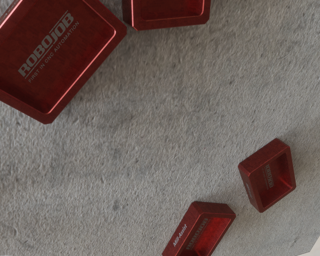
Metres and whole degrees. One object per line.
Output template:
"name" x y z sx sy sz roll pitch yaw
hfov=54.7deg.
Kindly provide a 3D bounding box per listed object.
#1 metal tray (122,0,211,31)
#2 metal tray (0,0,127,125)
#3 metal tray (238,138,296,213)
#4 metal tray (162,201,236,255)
"metal tray" 0.008 -0.168 0.305 0.091 0.030 0.129 -13 124 -22
"metal tray" -0.107 -0.077 0.298 0.130 0.030 0.090 -49 129 6
"metal tray" 0.201 0.091 0.572 0.090 0.030 0.130 -33 129 -7
"metal tray" 0.071 0.196 0.566 0.091 0.030 0.129 14 111 -35
